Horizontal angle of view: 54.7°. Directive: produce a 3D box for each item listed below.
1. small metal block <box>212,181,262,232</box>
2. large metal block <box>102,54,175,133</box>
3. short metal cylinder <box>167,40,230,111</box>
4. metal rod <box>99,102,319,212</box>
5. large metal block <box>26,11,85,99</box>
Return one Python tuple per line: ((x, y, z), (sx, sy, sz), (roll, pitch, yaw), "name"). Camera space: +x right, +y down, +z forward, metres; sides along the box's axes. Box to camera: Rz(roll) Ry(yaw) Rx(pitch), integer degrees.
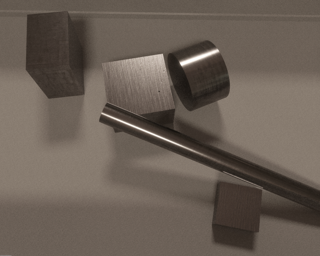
((0.093, 0.096, 0.376), (0.050, 0.025, 0.050), (10, 70, 3), "small metal block")
((-0.028, -0.045, 0.413), (0.081, 0.050, 0.080), (-10, 70, -4), "large metal block")
((0.049, -0.068, 0.406), (0.050, 0.080, 0.080), (-22, 72, -8), "short metal cylinder")
((0.073, 0.039, 0.369), (0.301, 0.025, 0.025), (22, 71, -3), "metal rod")
((-0.137, -0.095, 0.413), (0.050, 0.080, 0.080), (-7, 70, -3), "large metal block")
